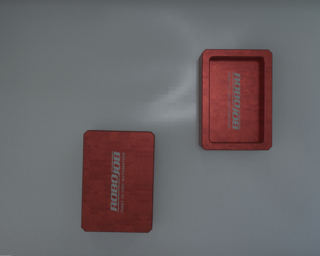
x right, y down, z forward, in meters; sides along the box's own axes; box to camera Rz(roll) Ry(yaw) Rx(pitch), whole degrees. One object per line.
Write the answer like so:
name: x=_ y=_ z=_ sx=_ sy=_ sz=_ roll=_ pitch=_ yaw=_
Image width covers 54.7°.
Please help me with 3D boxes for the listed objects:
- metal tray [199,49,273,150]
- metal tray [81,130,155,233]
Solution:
metal tray: x=0.099 y=-0.036 z=0.410 sx=0.091 sy=0.030 sz=0.129 roll=0 pitch=90 yaw=-1
metal tray: x=-0.054 y=0.068 z=0.408 sx=0.091 sy=0.030 sz=0.129 roll=1 pitch=90 yaw=-1
